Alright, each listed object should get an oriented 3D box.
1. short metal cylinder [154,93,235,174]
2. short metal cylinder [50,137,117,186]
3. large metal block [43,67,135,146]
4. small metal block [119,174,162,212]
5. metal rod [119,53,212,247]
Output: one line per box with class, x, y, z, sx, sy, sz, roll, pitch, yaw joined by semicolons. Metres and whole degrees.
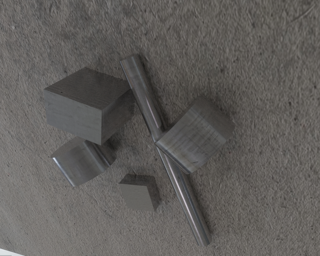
short metal cylinder;0.039;0.006;0.355;0.050;0.080;0.080;43;129;-2
short metal cylinder;-0.111;0.041;0.455;0.080;0.080;0.050;-19;108;35
large metal block;-0.087;-0.031;0.398;0.080;0.080;0.050;20;126;16
small metal block;-0.031;0.101;0.486;0.050;0.025;0.050;-1;118;28
metal rod;0.015;0.044;0.425;0.025;0.025;0.299;-9;114;32
